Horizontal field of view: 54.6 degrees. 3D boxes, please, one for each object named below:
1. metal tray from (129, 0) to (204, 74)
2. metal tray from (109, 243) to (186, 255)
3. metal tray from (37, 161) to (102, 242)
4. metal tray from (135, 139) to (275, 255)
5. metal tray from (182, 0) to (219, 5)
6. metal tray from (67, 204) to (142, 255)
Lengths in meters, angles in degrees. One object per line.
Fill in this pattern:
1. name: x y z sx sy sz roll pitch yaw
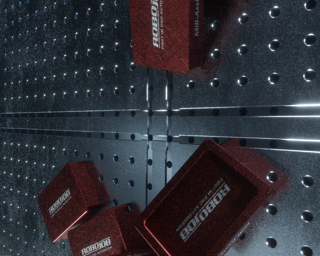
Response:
1. metal tray: 0.006 -0.137 0.370 0.090 0.030 0.129 17 122 36
2. metal tray: -0.015 0.203 0.392 0.130 0.030 0.090 -23 90 28
3. metal tray: -0.162 0.130 0.542 0.129 0.030 0.090 -44 64 31
4. metal tray: 0.046 0.088 0.336 0.130 0.030 0.090 -49 58 1
5. metal tray: 0.038 -0.200 0.375 0.130 0.030 0.089 9 96 39
6. metal tray: -0.087 0.183 0.480 0.130 0.030 0.090 -35 68 34
